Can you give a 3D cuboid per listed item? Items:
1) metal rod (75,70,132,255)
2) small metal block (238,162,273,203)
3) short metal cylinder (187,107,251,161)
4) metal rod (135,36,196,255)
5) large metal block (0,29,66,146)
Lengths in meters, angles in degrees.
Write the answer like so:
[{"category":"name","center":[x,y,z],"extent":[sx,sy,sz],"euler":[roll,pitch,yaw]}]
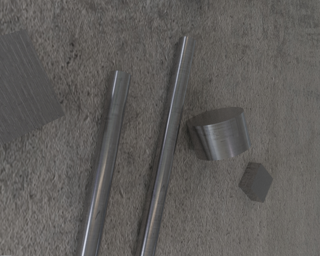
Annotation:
[{"category":"metal rod","center":[-0.070,0.082,0.345],"extent":[0.025,0.025,0.299],"euler":[16,80,-39]},{"category":"small metal block","center":[0.170,0.096,0.547],"extent":[0.050,0.025,0.050],"euler":[47,62,-30]},{"category":"short metal cylinder","center":[0.083,0.006,0.439],"extent":[0.081,0.080,0.050],"euler":[-27,107,-37]},{"category":"metal rod","center":[0.009,0.022,0.412],"extent":[0.025,0.025,0.299],"euler":[19,78,-39]},{"category":"large metal block","center":[-0.144,-0.030,0.268],"extent":[0.081,0.050,0.080],"euler":[-32,110,-35]}]
